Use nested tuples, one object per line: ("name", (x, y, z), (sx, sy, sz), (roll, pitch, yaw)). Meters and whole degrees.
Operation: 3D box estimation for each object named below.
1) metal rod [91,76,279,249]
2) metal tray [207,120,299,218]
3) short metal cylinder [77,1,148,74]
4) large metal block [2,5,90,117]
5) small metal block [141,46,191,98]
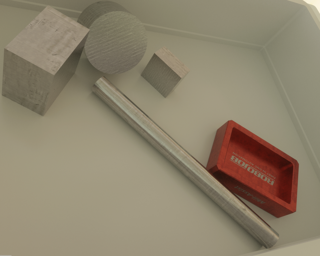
("metal rod", (0.032, 0.043, 0.397), (0.300, 0.025, 0.025), (42, 51, 0))
("metal tray", (0.135, 0.057, 0.442), (0.130, 0.030, 0.090), (31, 52, -9))
("short metal cylinder", (-0.063, -0.117, 0.400), (0.081, 0.079, 0.050), (-1, 33, -29))
("large metal block", (-0.128, -0.073, 0.347), (0.050, 0.080, 0.080), (29, 52, -10))
("small metal block", (0.007, -0.079, 0.443), (0.050, 0.050, 0.025), (43, 51, 1))
